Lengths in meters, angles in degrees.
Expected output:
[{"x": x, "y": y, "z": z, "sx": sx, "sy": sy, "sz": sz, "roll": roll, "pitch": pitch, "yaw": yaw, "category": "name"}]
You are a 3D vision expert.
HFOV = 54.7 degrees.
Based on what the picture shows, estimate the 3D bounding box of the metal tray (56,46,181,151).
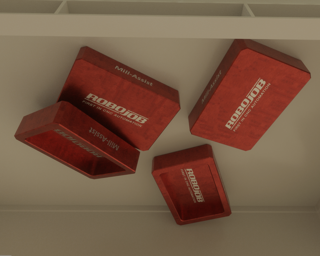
[{"x": -0.052, "y": -0.030, "z": 0.379, "sx": 0.131, "sy": 0.030, "sz": 0.089, "roll": 24, "pitch": 126, "yaw": -19, "category": "metal tray"}]

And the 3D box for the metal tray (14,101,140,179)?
[{"x": -0.100, "y": 0.022, "z": 0.392, "sx": 0.090, "sy": 0.030, "sz": 0.130, "roll": -14, "pitch": 141, "yaw": 37, "category": "metal tray"}]

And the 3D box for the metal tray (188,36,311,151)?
[{"x": 0.102, "y": -0.035, "z": 0.377, "sx": 0.091, "sy": 0.030, "sz": 0.129, "roll": 17, "pitch": 128, "yaw": -15, "category": "metal tray"}]

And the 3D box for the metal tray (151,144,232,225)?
[{"x": 0.051, "y": 0.091, "z": 0.475, "sx": 0.090, "sy": 0.030, "sz": 0.129, "roll": -15, "pitch": 123, "yaw": 12, "category": "metal tray"}]
